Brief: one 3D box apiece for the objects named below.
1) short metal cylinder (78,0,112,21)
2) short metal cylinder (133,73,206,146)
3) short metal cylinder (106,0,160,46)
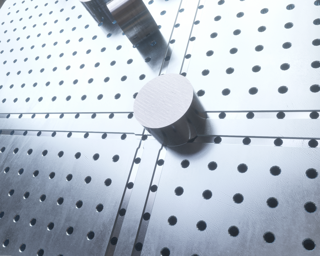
[{"bbox_3d":[-0.115,-0.259,0.611,0.080,0.050,0.080,-13,56,21],"label":"short metal cylinder"},{"bbox_3d":[0.013,-0.023,0.399,0.080,0.050,0.080,-13,56,21],"label":"short metal cylinder"},{"bbox_3d":[-0.043,-0.182,0.507,0.050,0.080,0.080,-33,52,7],"label":"short metal cylinder"}]
